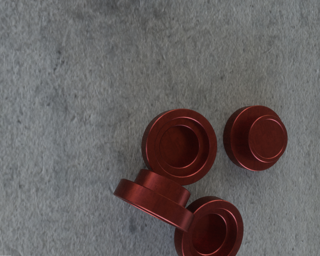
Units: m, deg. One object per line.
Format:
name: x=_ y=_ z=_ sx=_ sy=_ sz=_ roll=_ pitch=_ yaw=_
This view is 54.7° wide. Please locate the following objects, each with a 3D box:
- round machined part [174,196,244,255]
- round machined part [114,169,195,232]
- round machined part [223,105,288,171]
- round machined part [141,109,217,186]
round machined part: x=0.062 y=0.140 z=0.420 sx=0.099 sy=0.042 sz=0.097 roll=-2 pitch=95 yaw=-27
round machined part: x=-0.002 y=0.083 z=0.371 sx=0.098 sy=0.098 sz=0.042 roll=33 pitch=73 yaw=-18
round machined part: x=0.147 y=0.015 z=0.456 sx=0.099 sy=0.042 sz=0.097 roll=0 pitch=90 yaw=-21
round machined part: x=0.022 y=0.024 z=0.409 sx=0.099 sy=0.042 sz=0.097 roll=0 pitch=90 yaw=-21
